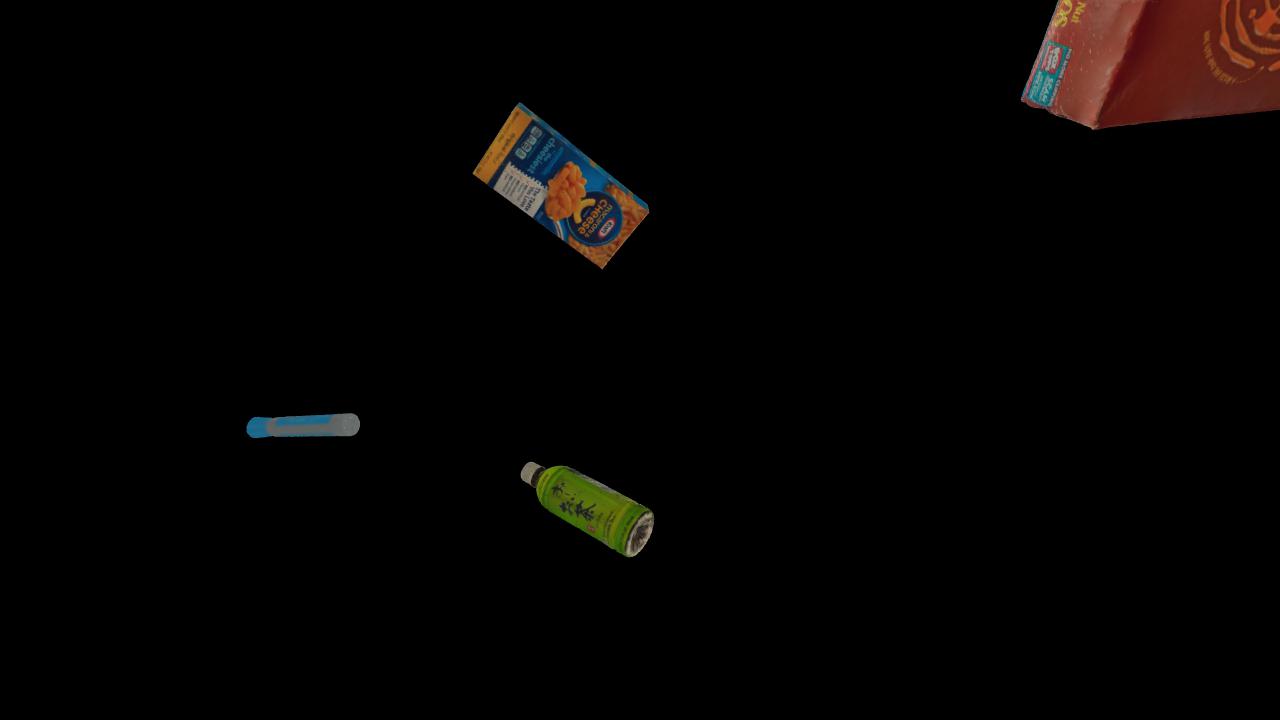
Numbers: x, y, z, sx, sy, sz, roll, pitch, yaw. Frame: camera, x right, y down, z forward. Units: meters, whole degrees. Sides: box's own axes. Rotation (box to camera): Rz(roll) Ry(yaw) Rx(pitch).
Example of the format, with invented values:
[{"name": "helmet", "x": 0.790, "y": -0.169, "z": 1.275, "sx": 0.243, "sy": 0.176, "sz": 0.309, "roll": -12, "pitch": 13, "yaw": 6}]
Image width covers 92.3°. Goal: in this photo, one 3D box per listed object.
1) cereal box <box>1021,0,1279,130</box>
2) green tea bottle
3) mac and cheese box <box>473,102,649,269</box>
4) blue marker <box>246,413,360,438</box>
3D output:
[{"name": "cereal box", "x": 0.433, "y": -0.271, "z": 0.392, "sx": 0.306, "sy": 0.203, "sz": 0.081, "roll": -8, "pitch": 39, "yaw": -8}, {"name": "green tea bottle", "x": -0.082, "y": 0.198, "z": 0.867, "sx": 0.212, "sy": 0.073, "sz": 0.073, "roll": 22, "pitch": 12, "yaw": 31}, {"name": "mac and cheese box", "x": -0.088, "y": -0.196, "z": 0.709, "sx": 0.184, "sy": 0.093, "sz": 0.041, "roll": 34, "pitch": 21, "yaw": -20}, {"name": "blue marker", "x": -0.291, "y": 0.057, "z": 0.525, "sx": 0.121, "sy": 0.020, "sz": 0.020, "roll": -4, "pitch": -1, "yaw": 23}]
